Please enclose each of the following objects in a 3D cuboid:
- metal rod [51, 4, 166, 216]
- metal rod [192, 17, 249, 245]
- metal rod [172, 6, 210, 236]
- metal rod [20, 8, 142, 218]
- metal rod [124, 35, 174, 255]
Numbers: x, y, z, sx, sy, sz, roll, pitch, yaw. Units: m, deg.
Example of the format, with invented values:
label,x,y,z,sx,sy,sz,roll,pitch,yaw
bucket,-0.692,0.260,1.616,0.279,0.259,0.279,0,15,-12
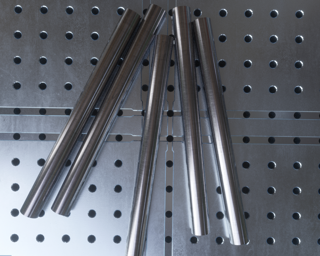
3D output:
label,x,y,z,sx,sy,sz,roll,pitch,yaw
metal rod,-0.068,-0.024,0.413,0.025,0.025,0.299,26,90,0
metal rod,0.081,0.004,0.414,0.025,0.025,0.299,-10,90,0
metal rod,0.042,-0.009,0.414,0.025,0.025,0.298,-5,90,0
metal rod,-0.104,-0.019,0.412,0.025,0.025,0.299,28,90,0
metal rod,-0.015,0.027,0.413,0.025,0.025,0.298,8,90,0
